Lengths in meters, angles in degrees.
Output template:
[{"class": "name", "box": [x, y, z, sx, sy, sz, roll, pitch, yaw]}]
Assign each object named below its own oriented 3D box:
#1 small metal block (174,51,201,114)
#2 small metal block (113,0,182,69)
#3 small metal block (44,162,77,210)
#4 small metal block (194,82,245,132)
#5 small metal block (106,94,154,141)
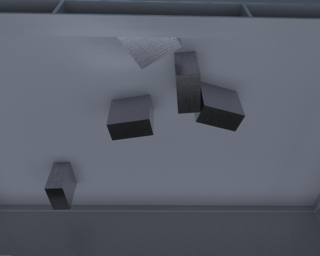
[{"class": "small metal block", "box": [0.031, -0.052, 0.349, 0.025, 0.050, 0.050, -4, 130, 3]}, {"class": "small metal block", "box": [-0.012, -0.098, 0.325, 0.050, 0.025, 0.050, -26, 126, 20]}, {"class": "small metal block", "box": [-0.147, 0.087, 0.464, 0.025, 0.050, 0.050, -1, 130, 1]}, {"class": "small metal block", "box": [0.069, -0.027, 0.371, 0.050, 0.050, 0.025, 13, 129, -12]}, {"class": "small metal block", "box": [-0.035, -0.014, 0.381, 0.050, 0.050, 0.025, -8, 130, 6]}]
